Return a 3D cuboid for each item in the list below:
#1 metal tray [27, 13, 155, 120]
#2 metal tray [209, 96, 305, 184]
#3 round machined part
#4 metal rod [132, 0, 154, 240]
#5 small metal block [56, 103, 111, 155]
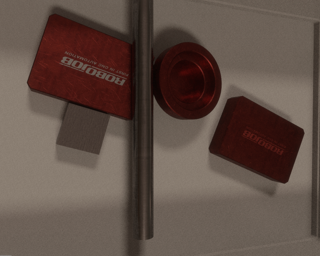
[{"bbox_3d":[-0.081,-0.070,0.378,0.131,0.030,0.090,18,84,-20],"label":"metal tray"},{"bbox_3d":[0.147,0.019,0.464,0.131,0.030,0.090,25,82,-19],"label":"metal tray"},{"bbox_3d":[0.030,-0.059,0.407,0.099,0.042,0.097,0,90,-32],"label":"round machined part"},{"bbox_3d":[-0.020,-0.019,0.371,0.025,0.025,0.298,0,91,-20],"label":"metal rod"},{"bbox_3d":[-0.094,0.001,0.377,0.050,0.025,0.050,17,84,-20],"label":"small metal block"}]
